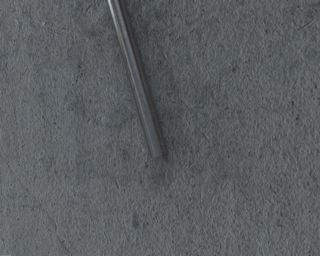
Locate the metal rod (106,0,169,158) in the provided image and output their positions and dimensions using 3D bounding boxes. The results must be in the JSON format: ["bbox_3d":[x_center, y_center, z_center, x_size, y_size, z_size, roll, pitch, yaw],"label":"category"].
[{"bbox_3d":[-0.041,-0.106,0.423,0.025,0.025,0.299,-18,84,19],"label":"metal rod"}]
